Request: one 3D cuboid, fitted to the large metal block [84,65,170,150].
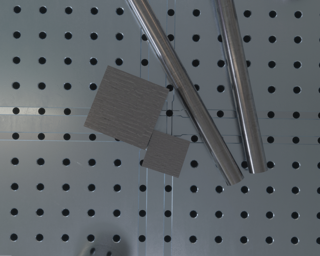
[{"bbox_3d":[-0.040,-0.025,0.401,0.080,0.050,0.080,22,90,0],"label":"large metal block"}]

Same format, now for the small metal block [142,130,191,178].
[{"bbox_3d":[0.008,0.033,0.414,0.050,0.025,0.050,18,90,-1],"label":"small metal block"}]

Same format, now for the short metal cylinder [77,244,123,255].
[{"bbox_3d":[-0.083,0.200,0.400,0.081,0.050,0.079,0,90,0],"label":"short metal cylinder"}]

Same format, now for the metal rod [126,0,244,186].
[{"bbox_3d":[0.029,-0.060,0.413,0.025,0.025,0.299,-29,90,0],"label":"metal rod"}]

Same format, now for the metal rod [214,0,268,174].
[{"bbox_3d":[0.102,-0.088,0.414,0.025,0.025,0.298,-11,90,0],"label":"metal rod"}]
